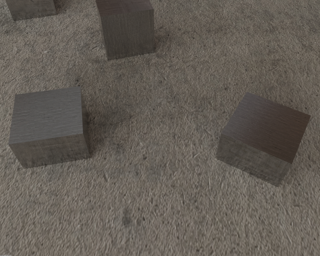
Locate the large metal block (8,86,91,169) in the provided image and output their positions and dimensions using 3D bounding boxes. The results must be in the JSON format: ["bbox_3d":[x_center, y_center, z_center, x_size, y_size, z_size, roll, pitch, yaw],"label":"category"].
[{"bbox_3d":[-0.134,-0.002,0.388,0.081,0.050,0.080,-9,51,-8],"label":"large metal block"}]

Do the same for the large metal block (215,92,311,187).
[{"bbox_3d":[0.124,0.012,0.378,0.080,0.050,0.080,25,54,19],"label":"large metal block"}]

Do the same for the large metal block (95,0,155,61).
[{"bbox_3d":[-0.055,-0.164,0.505,0.081,0.080,0.050,-12,51,-10],"label":"large metal block"}]

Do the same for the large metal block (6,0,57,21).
[{"bbox_3d":[-0.250,-0.257,0.601,0.081,0.050,0.080,-12,51,-10],"label":"large metal block"}]
